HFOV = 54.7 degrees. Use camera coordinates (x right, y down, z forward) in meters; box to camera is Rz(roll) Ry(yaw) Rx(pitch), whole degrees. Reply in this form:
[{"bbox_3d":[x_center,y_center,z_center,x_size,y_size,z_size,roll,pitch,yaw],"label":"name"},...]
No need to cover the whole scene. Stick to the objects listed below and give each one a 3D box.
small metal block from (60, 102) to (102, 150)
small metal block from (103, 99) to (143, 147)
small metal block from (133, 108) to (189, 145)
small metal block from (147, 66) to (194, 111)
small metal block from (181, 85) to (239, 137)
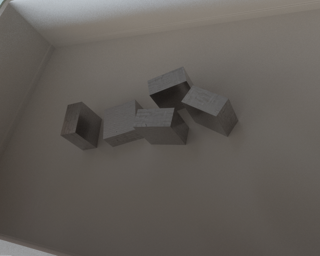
[{"bbox_3d":[-0.112,-0.002,0.448,0.025,0.050,0.050,-10,58,23],"label":"small metal block"},{"bbox_3d":[-0.051,-0.006,0.435,0.050,0.025,0.050,-17,55,18],"label":"small metal block"},{"bbox_3d":[0.002,-0.001,0.388,0.050,0.050,0.025,-1,62,27],"label":"small metal block"},{"bbox_3d":[0.018,-0.048,0.408,0.050,0.050,0.025,-20,54,16],"label":"small metal block"},{"bbox_3d":[0.060,-0.020,0.370,0.050,0.050,0.025,27,77,37],"label":"small metal block"}]
